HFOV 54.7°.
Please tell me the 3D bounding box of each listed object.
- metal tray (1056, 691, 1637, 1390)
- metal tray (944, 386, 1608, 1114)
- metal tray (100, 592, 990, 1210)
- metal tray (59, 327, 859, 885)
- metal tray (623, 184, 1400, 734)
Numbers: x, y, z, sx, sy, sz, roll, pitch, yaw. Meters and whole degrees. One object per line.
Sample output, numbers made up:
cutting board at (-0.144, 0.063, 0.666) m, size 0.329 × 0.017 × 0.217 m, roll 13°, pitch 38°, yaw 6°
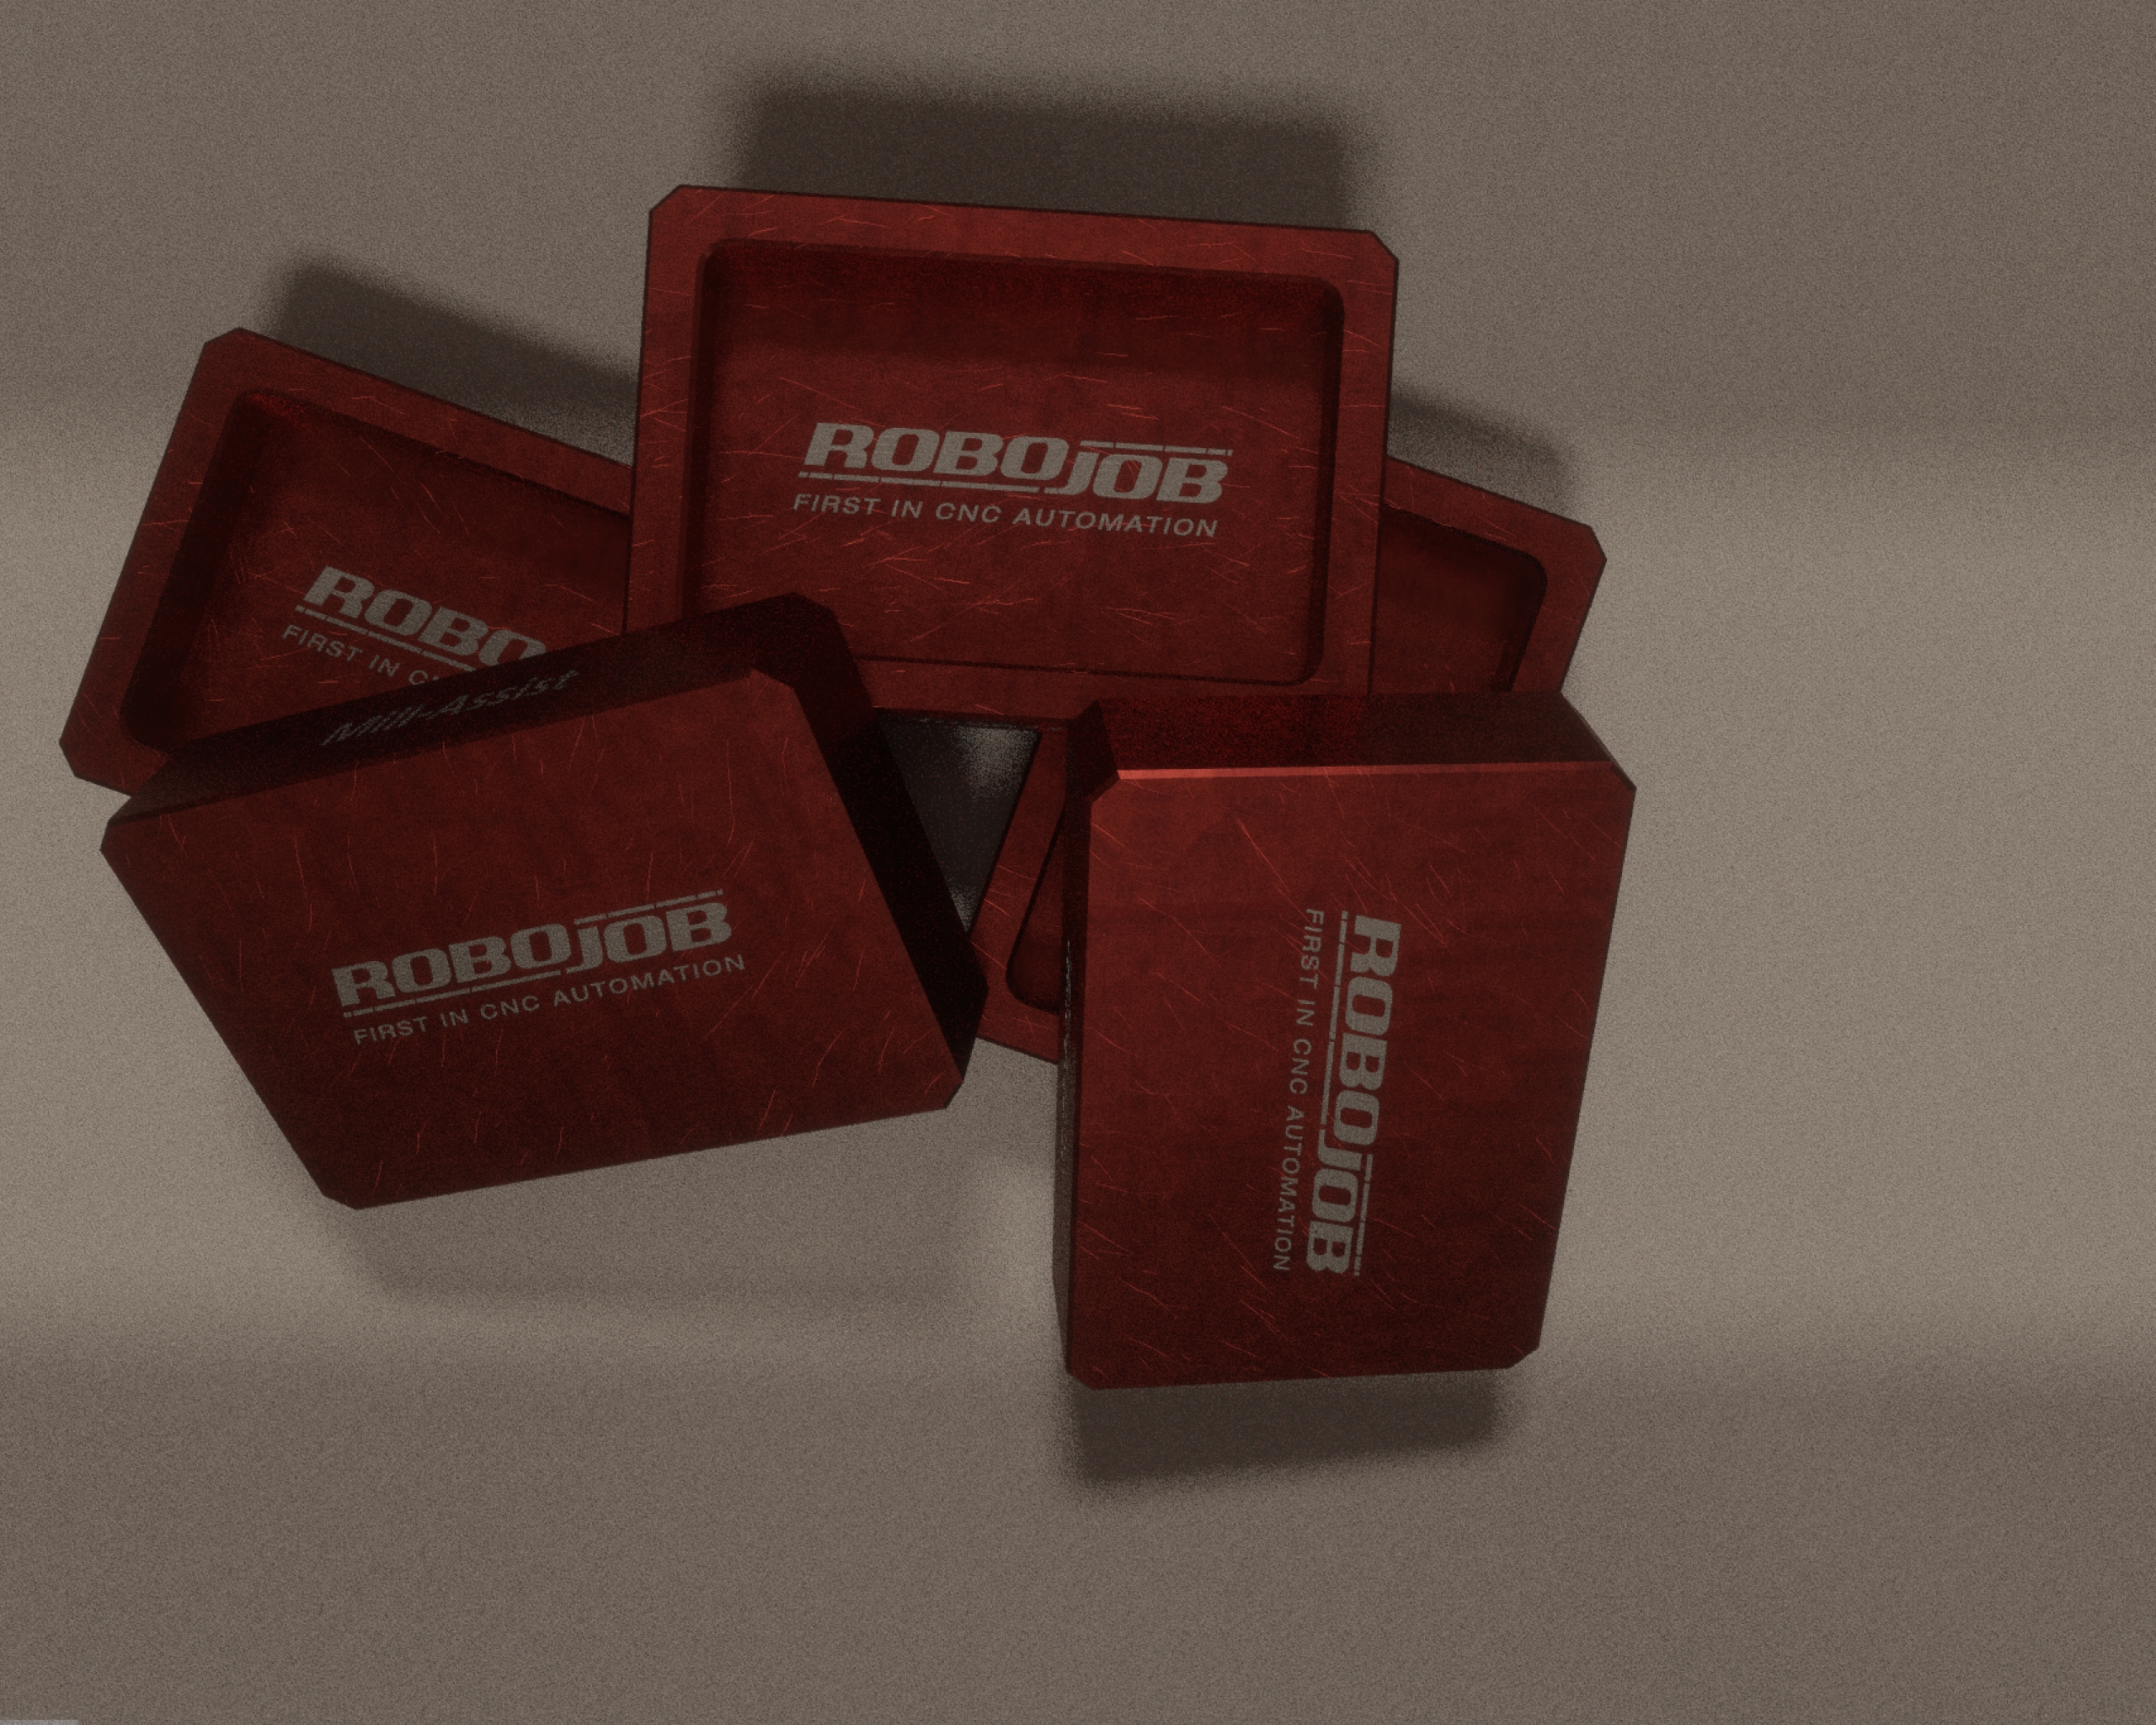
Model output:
metal tray at (0.043, 0.034, 0.376) m, size 0.091 × 0.030 × 0.129 m, roll -1°, pitch 119°, yaw -6°
metal tray at (0.037, -0.016, 0.408) m, size 0.090 × 0.030 × 0.129 m, roll 19°, pitch 90°, yaw -1°
metal tray at (-0.092, 0.011, 0.372) m, size 0.130 × 0.030 × 0.090 m, roll -12°, pitch 120°, yaw 15°
metal tray at (-0.115, -0.038, 0.404) m, size 0.131 × 0.030 × 0.090 m, roll 20°, pitch 90°, yaw -1°
metal tray at (-0.012, -0.069, 0.377) m, size 0.131 × 0.030 × 0.089 m, roll 4°, pitch 90°, yaw -1°
